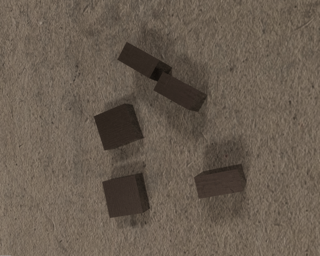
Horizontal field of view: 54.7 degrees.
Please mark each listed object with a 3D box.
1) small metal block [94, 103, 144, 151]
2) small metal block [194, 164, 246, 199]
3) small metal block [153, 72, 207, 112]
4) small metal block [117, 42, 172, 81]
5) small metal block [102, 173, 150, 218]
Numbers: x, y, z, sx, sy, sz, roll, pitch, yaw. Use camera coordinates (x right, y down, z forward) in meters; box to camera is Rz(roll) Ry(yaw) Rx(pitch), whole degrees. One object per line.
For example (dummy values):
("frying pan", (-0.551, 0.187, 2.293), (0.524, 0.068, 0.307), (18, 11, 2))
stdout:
("small metal block", (-0.057, -0.001, 0.428), (0.050, 0.025, 0.050), (-21, 83, 18))
("small metal block", (0.073, 0.063, 0.370), (0.050, 0.050, 0.025), (-15, 85, 19))
("small metal block", (0.027, -0.044, 0.386), (0.050, 0.050, 0.025), (31, 100, 17))
("small metal block", (-0.019, -0.083, 0.401), (0.050, 0.050, 0.025), (32, 101, 17))
("small metal block", (-0.046, 0.092, 0.424), (0.050, 0.025, 0.050), (-14, 86, 19))
